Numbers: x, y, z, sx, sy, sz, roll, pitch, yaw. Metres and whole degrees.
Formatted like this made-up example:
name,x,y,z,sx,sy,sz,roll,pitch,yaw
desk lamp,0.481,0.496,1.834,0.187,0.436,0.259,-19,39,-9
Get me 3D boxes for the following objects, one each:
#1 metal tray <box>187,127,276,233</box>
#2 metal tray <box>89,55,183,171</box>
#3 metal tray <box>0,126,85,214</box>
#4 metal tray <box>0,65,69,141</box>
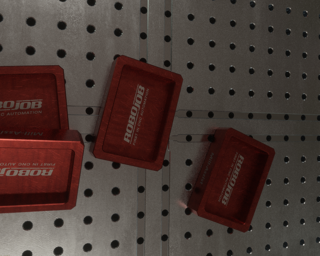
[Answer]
name,x,y,z,sx,sy,sz,roll,pitch,yaw
metal tray,0.105,0.074,0.450,0.090,0.030,0.130,25,82,-19
metal tray,-0.029,-0.017,0.399,0.091,0.030,0.129,15,85,-20
metal tray,-0.154,0.046,0.330,0.131,0.030,0.089,3,114,-24
metal tray,-0.173,-0.022,0.346,0.131,0.030,0.089,-5,92,-20
